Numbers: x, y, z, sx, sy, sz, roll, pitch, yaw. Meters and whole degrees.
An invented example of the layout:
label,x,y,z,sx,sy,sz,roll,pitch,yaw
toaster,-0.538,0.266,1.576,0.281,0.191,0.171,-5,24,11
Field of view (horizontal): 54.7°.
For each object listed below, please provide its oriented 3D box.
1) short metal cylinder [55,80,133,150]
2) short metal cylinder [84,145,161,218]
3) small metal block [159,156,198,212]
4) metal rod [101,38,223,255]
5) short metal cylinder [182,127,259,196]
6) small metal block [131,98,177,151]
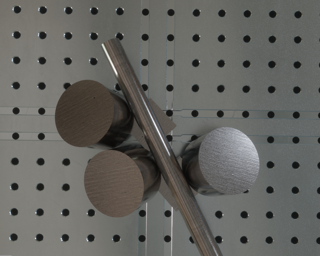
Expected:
label,x,y,z,sx,sy,sz,roll,pitch,yaw
short metal cylinder,-0.080,-0.014,0.383,0.080,0.050,0.080,-3,81,20
short metal cylinder,-0.045,0.063,0.383,0.080,0.050,0.079,2,95,22
small metal block,0.024,0.073,0.410,0.050,0.025,0.050,-40,90,0
metal rod,0.002,0.029,0.384,0.025,0.025,0.299,-26,90,0
short metal cylinder,0.074,0.044,0.385,0.081,0.050,0.080,5,74,-18
small metal block,-0.014,-0.004,0.410,0.050,0.025,0.050,-43,90,0
